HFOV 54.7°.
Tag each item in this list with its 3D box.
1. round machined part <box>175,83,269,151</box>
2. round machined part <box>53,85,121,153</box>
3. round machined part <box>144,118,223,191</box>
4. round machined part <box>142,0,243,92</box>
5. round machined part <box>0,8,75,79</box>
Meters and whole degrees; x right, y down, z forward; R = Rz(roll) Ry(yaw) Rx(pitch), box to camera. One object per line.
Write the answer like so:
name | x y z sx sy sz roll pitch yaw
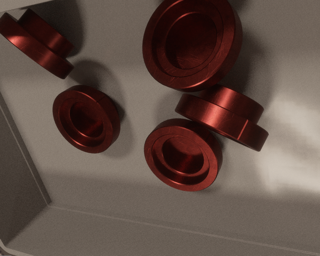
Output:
round machined part | 0.069 -0.016 0.327 0.098 0.098 0.042 27 92 11
round machined part | -0.098 -0.016 0.438 0.098 0.042 0.097 13 124 20
round machined part | 0.033 0.030 0.398 0.098 0.042 0.097 13 124 20
round machined part | 0.034 -0.084 0.308 0.098 0.042 0.097 -4 83 32
round machined part | -0.145 -0.108 0.382 0.098 0.098 0.042 40 91 0
